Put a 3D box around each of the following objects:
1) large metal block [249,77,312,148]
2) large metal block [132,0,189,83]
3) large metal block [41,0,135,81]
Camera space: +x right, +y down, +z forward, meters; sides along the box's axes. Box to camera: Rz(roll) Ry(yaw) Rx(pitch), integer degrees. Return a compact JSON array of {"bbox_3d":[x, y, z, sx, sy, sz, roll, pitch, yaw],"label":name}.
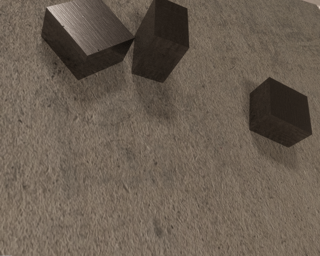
[{"bbox_3d":[0.197,-0.025,0.512,0.080,0.050,0.080,23,53,-15],"label":"large metal block"},{"bbox_3d":[-0.001,-0.125,0.446,0.050,0.080,0.080,14,56,-21],"label":"large metal block"},{"bbox_3d":[-0.095,-0.121,0.411,0.080,0.050,0.081,50,51,6],"label":"large metal block"}]
